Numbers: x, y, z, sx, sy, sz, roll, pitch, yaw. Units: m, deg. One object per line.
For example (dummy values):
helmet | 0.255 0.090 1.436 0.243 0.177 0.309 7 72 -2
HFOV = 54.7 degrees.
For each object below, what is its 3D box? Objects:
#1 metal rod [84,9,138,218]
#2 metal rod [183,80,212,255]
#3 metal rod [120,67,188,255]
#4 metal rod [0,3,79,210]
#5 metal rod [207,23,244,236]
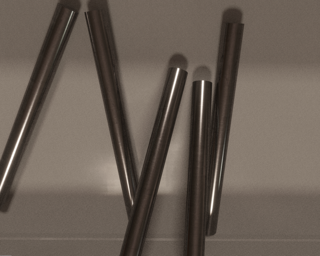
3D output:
metal rod | -0.054 0.002 0.411 0.025 0.025 0.298 -8 110 2
metal rod | 0.044 0.091 0.377 0.025 0.025 0.298 4 84 -2
metal rod | -0.015 0.073 0.374 0.025 0.025 0.299 15 85 -6
metal rod | -0.173 -0.014 0.403 0.025 0.025 0.298 25 108 -9
metal rod | 0.080 0.015 0.418 0.025 0.025 0.298 2 110 -1
